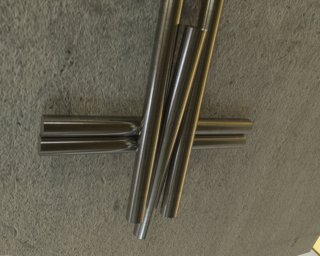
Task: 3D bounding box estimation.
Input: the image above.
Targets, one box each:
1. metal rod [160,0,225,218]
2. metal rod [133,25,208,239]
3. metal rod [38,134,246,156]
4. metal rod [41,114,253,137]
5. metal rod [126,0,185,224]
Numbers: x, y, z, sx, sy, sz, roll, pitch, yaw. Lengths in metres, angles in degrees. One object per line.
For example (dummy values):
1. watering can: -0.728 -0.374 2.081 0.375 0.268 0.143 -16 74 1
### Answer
1. metal rod: 0.038 -0.020 0.390 0.025 0.025 0.298 0 110 -29
2. metal rod: 0.006 0.023 0.394 0.025 0.025 0.298 0 118 -29
3. metal rod: -0.003 0.019 0.421 0.303 0.025 0.025 0 119 -29
4. metal rod: 0.004 -0.002 0.411 0.303 0.025 0.025 0 119 -29
5. metal rod: -0.008 -0.020 0.366 0.025 0.025 0.298 0 110 -29
